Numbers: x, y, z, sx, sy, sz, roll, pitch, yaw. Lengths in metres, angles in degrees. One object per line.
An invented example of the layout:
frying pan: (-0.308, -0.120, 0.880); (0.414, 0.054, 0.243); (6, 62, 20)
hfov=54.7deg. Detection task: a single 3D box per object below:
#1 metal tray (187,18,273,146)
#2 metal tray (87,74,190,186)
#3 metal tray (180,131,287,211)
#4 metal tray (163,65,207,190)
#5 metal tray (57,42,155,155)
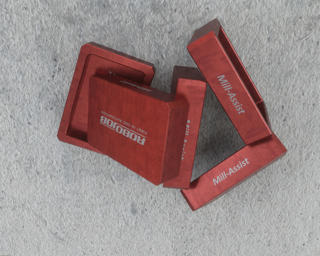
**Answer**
metal tray: (0.082, -0.055, 0.355); (0.030, 0.090, 0.130); (-27, 109, 24)
metal tray: (-0.031, -0.004, 0.349); (0.130, 0.030, 0.089); (24, 116, 38)
metal tray: (0.097, 0.056, 0.398); (0.130, 0.090, 0.030); (-36, 71, 12)
metal tray: (0.026, -0.003, 0.376); (0.030, 0.090, 0.129); (6, 111, -3)
metal tray: (-0.069, -0.033, 0.395); (0.091, 0.030, 0.129); (19, 109, -7)
